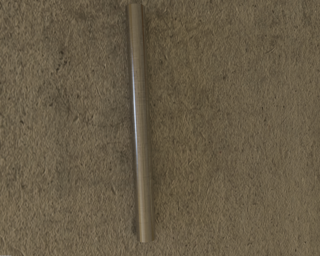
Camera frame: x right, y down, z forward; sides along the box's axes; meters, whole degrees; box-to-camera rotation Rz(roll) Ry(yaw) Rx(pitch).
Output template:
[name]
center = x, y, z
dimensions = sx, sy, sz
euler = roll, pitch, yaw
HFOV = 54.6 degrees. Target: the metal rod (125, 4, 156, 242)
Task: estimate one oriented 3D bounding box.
[metal rod]
center = -0.025, -0.005, 0.399
dimensions = 0.025, 0.025, 0.298
euler = -3, 91, -20
